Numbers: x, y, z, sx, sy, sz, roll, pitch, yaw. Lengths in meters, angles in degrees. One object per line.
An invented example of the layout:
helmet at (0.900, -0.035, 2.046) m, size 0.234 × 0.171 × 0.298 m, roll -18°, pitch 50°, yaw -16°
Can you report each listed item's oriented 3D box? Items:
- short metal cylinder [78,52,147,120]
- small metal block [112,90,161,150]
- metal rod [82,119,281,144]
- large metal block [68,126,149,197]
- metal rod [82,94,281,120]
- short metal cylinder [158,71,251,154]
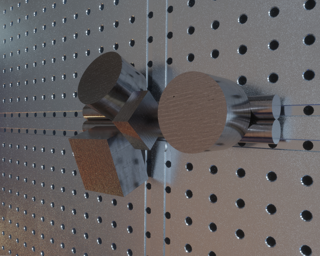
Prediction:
short metal cylinder at (-0.066, -0.056, 0.424) m, size 0.080 × 0.050 × 0.080 m, roll -19°, pitch 55°, yaw 30°
small metal block at (-0.022, -0.009, 0.370) m, size 0.025 × 0.050 × 0.050 m, roll 1°, pitch 49°, yaw 40°
metal rod at (0.001, 0.002, 0.404) m, size 0.300 × 0.025 × 0.025 m, roll 1°, pitch 91°, yaw 40°
large metal block at (-0.071, 0.043, 0.429) m, size 0.080 × 0.050 × 0.080 m, roll -1°, pitch 110°, yaw 40°
metal rod at (0.001, -0.023, 0.404) m, size 0.300 × 0.025 × 0.025 m, roll 1°, pitch 91°, yaw 40°
short metal cylinder at (0.045, -0.015, 0.319) m, size 0.080 × 0.050 × 0.079 m, roll 0°, pitch 90°, yaw 40°
